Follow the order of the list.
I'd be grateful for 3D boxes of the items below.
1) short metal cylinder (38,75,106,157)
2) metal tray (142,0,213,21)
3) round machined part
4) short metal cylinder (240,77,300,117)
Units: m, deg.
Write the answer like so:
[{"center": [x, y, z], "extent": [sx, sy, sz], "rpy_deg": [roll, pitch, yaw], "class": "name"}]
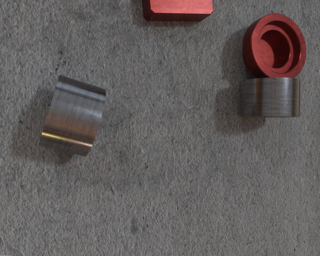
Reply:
[{"center": [-0.097, -0.013, 0.344], "extent": [0.050, 0.080, 0.080], "rpy_deg": [17, 85, -20], "class": "short metal cylinder"}, {"center": [0.019, -0.212, 0.413], "extent": [0.091, 0.030, 0.129], "rpy_deg": [-7, 92, -20], "class": "metal tray"}, {"center": [0.163, -0.114, 0.459], "extent": [0.099, 0.042, 0.097], "rpy_deg": [1, 87, -21], "class": "round machined part"}, {"center": [0.154, -0.040, 0.437], "extent": [0.081, 0.080, 0.050], "rpy_deg": [0, 90, -20], "class": "short metal cylinder"}]
